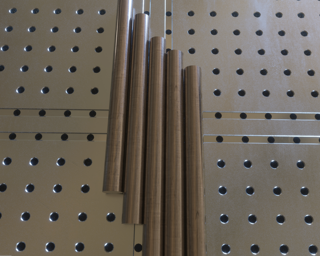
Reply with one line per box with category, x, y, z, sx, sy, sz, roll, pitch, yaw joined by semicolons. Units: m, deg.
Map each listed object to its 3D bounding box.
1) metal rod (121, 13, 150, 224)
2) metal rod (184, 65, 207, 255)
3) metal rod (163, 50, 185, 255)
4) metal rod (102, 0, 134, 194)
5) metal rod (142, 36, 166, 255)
metal rod;-0.030;-0.026;0.420;0.025;0.025;0.299;1;70;0
metal rod;0.044;0.057;0.390;0.025;0.025;0.299;1;70;0
metal rod;0.019;0.033;0.399;0.025;0.025;0.299;1;70;0
metal rod;-0.056;-0.061;0.433;0.025;0.025;0.299;1;70;0
metal rod;-0.006;0.012;0.406;0.025;0.025;0.299;1;70;0
